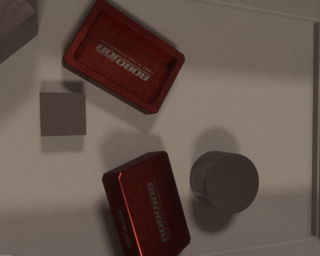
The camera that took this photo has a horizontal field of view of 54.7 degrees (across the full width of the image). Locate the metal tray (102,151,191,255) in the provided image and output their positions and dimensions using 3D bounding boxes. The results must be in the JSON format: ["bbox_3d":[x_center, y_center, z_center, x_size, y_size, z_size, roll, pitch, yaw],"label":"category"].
[{"bbox_3d":[-0.013,0.103,0.382,0.091,0.030,0.129,-22,99,-50],"label":"metal tray"}]

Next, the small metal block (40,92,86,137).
[{"bbox_3d":[-0.115,-0.016,0.368,0.050,0.025,0.050,-2,91,-21],"label":"small metal block"}]

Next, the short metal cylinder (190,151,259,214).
[{"bbox_3d":[0.089,0.073,0.432,0.081,0.050,0.079,0,90,-21],"label":"short metal cylinder"}]

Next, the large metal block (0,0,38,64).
[{"bbox_3d":[-0.176,-0.101,0.316,0.080,0.080,0.050,-46,105,-14],"label":"large metal block"}]

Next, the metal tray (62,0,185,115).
[{"bbox_3d":[-0.044,-0.085,0.392,0.131,0.030,0.090,30,80,-18],"label":"metal tray"}]
